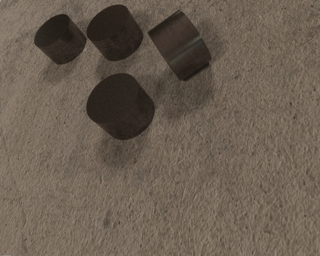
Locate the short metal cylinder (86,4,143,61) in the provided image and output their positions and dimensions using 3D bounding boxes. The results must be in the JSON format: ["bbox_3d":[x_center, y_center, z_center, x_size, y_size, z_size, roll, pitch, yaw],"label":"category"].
[{"bbox_3d":[-0.076,-0.160,0.524,0.080,0.050,0.080,-13,56,20],"label":"short metal cylinder"}]

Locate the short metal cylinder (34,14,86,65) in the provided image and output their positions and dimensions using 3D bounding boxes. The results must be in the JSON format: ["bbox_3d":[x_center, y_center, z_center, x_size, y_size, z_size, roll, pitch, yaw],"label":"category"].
[{"bbox_3d":[-0.188,-0.168,0.587,0.080,0.050,0.080,-13,56,20],"label":"short metal cylinder"}]

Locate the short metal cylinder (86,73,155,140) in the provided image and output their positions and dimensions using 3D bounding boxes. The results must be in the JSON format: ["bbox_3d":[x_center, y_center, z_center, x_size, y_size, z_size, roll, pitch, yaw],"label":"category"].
[{"bbox_3d":[-0.054,-0.030,0.433,0.080,0.050,0.080,-13,56,20],"label":"short metal cylinder"}]

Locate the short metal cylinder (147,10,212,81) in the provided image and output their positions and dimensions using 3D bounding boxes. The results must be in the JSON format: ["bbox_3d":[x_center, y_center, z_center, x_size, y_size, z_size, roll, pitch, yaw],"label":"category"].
[{"bbox_3d":[0.026,-0.111,0.422,0.050,0.080,0.080,-34,52,6],"label":"short metal cylinder"}]
